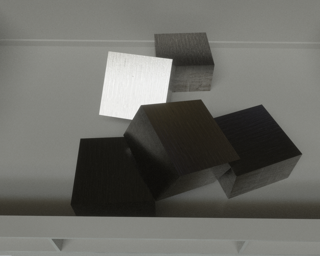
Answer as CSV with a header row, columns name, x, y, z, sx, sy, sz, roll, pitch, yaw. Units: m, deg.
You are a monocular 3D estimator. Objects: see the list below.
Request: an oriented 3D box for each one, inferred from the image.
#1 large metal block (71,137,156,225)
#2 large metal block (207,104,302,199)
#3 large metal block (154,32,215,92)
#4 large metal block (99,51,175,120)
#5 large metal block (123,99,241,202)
name,x,y,z,sx,sy,sz,roll,pitch,yaw
large metal block,-0.047,0.057,0.341,0.081,0.050,0.080,-2,50,-2
large metal block,0.102,0.026,0.367,0.081,0.050,0.080,-16,52,-13
large metal block,0.034,-0.101,0.474,0.081,0.050,0.080,-2,50,-2
large metal block,-0.027,-0.050,0.404,0.080,0.050,0.080,9,91,7
large metal block,0.021,0.019,0.321,0.081,0.050,0.080,-9,58,-36
